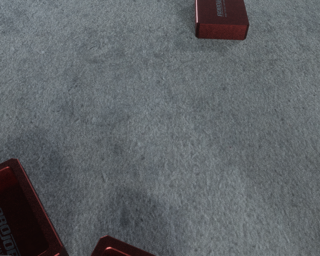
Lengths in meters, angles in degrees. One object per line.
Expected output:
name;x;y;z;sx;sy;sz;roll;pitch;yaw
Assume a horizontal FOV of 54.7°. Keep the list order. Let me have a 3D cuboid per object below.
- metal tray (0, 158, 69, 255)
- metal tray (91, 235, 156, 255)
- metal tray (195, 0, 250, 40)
metal tray;-0.162;0.101;0.312;0.091;0.030;0.130;-29;56;-22
metal tray;-0.038;0.168;0.257;0.090;0.030;0.130;18;52;14
metal tray;0.113;-0.217;0.584;0.091;0.030;0.130;3;50;2
